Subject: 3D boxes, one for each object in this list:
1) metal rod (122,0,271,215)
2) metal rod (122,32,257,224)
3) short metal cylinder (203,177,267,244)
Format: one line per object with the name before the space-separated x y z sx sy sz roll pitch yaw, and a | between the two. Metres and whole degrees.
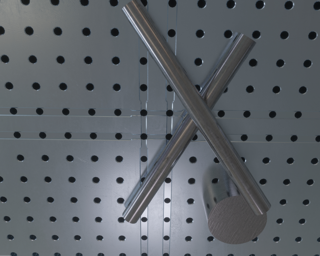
metal rod | 0.048 -0.020 0.379 0.025 0.025 0.299 -32 97 11
metal rod | 0.030 0.012 0.417 0.025 0.025 0.298 29 107 -10
short metal cylinder | 0.105 0.117 0.444 0.081 0.050 0.079 0 110 0
